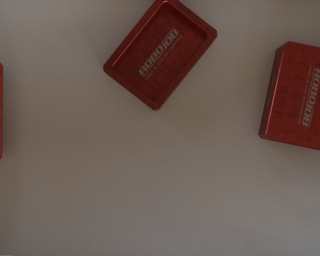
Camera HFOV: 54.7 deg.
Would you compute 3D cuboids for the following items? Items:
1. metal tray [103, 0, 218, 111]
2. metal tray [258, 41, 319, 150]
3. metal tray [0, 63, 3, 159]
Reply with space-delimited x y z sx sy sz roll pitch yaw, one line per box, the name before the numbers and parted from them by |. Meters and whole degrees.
metal tray | 0.000 -0.098 0.408 0.090 0.030 0.130 38 90 -1
metal tray | 0.192 -0.040 0.411 0.091 0.030 0.129 12 90 -1
metal tray | -0.246 -0.021 0.379 0.091 0.030 0.129 1 90 -43
